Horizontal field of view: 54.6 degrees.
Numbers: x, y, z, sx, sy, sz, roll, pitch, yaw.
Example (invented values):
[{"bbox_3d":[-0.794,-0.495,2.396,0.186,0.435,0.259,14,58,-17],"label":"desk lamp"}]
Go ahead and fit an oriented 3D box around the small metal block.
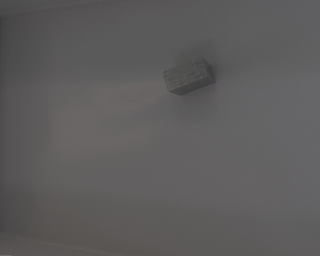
[{"bbox_3d":[0.037,-0.063,0.384,0.050,0.050,0.025,-19,84,19],"label":"small metal block"}]
